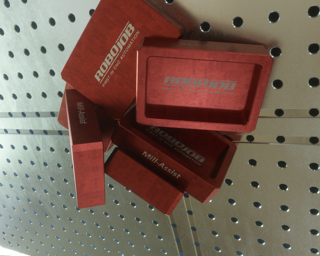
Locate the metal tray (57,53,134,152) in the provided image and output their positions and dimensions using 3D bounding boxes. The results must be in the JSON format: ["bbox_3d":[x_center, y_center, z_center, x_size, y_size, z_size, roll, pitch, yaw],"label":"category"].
[{"bbox_3d":[-0.088,-0.036,0.433,0.090,0.030,0.129,33,129,5],"label":"metal tray"}]

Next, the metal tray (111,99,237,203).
[{"bbox_3d":[0.020,0.018,0.369,0.130,0.090,0.030,33,128,6],"label":"metal tray"}]

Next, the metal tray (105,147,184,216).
[{"bbox_3d":[-0.013,0.061,0.394,0.090,0.130,0.030,33,90,6],"label":"metal tray"}]

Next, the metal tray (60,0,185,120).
[{"bbox_3d":[-0.045,-0.085,0.356,0.090,0.030,0.129,38,115,-2],"label":"metal tray"}]

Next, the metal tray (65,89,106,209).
[{"bbox_3d":[-0.092,0.019,0.375,0.030,0.130,0.089,-6,125,-17],"label":"metal tray"}]

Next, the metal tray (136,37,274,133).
[{"bbox_3d":[0.042,-0.044,0.328,0.131,0.030,0.089,4,123,0],"label":"metal tray"}]
